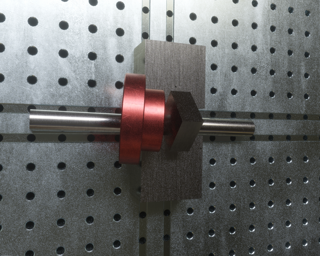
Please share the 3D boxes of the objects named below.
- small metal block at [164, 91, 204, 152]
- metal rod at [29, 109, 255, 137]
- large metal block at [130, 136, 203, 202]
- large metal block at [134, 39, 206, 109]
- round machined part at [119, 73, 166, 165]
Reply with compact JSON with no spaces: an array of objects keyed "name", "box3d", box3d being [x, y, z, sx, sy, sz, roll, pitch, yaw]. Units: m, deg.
[{"name":"small metal block","box3d":[0.023,-0.008,0.361,0.025,0.050,0.050,1,46,-20]},{"name":"metal rod","box3d":[-0.008,-0.004,0.409,0.302,0.025,0.025,2,90,-20]},{"name":"large metal block","box3d":[0.007,0.049,0.402,0.081,0.050,0.080,1,90,-20]},{"name":"large metal block","box3d":[0.011,-0.065,0.403,0.081,0.050,0.079,1,90,-20]},{"name":"round machined part","box3d":[-0.019,-0.009,0.336,0.042,0.098,0.097,4,89,-6]}]
